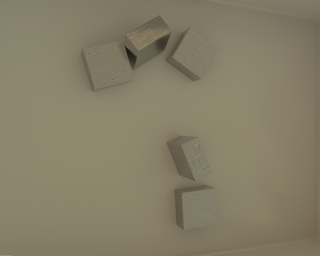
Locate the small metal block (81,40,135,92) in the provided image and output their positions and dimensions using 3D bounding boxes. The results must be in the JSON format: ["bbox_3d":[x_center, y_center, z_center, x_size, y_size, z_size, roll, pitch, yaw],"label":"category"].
[{"bbox_3d":[-0.065,-0.077,0.386,0.050,0.025,0.050,-18,96,-19],"label":"small metal block"}]

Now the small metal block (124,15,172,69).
[{"bbox_3d":[-0.017,-0.106,0.388,0.050,0.050,0.025,-35,85,-17],"label":"small metal block"}]

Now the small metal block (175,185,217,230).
[{"bbox_3d":[0.050,0.109,0.429,0.050,0.025,0.050,-4,91,-20],"label":"small metal block"}]

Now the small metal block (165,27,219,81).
[{"bbox_3d":[0.044,-0.100,0.426,0.050,0.025,0.050,33,79,-17],"label":"small metal block"}]

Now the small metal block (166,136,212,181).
[{"bbox_3d":[0.038,0.039,0.411,0.025,0.050,0.050,-24,98,-18],"label":"small metal block"}]
